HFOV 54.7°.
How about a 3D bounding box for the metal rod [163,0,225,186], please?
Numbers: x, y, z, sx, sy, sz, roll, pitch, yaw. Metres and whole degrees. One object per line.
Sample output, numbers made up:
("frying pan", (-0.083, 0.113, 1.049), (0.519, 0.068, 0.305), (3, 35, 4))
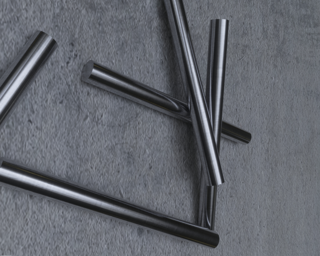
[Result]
("metal rod", (0.040, -0.071, 0.412), (0.025, 0.025, 0.298), (-14, 91, -39))

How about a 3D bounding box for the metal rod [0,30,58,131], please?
("metal rod", (-0.174, 0.039, 0.258), (0.025, 0.025, 0.300), (39, 66, -33))

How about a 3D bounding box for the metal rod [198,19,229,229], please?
("metal rod", (0.073, 0.005, 0.435), (0.025, 0.025, 0.298), (-7, 104, -40))

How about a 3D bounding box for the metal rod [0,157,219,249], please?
("metal rod", (-0.037, 0.099, 0.361), (0.301, 0.025, 0.025), (29, 72, -32))

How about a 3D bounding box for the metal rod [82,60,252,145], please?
("metal rod", (0.032, -0.023, 0.431), (0.302, 0.025, 0.025), (20, 78, -38))
